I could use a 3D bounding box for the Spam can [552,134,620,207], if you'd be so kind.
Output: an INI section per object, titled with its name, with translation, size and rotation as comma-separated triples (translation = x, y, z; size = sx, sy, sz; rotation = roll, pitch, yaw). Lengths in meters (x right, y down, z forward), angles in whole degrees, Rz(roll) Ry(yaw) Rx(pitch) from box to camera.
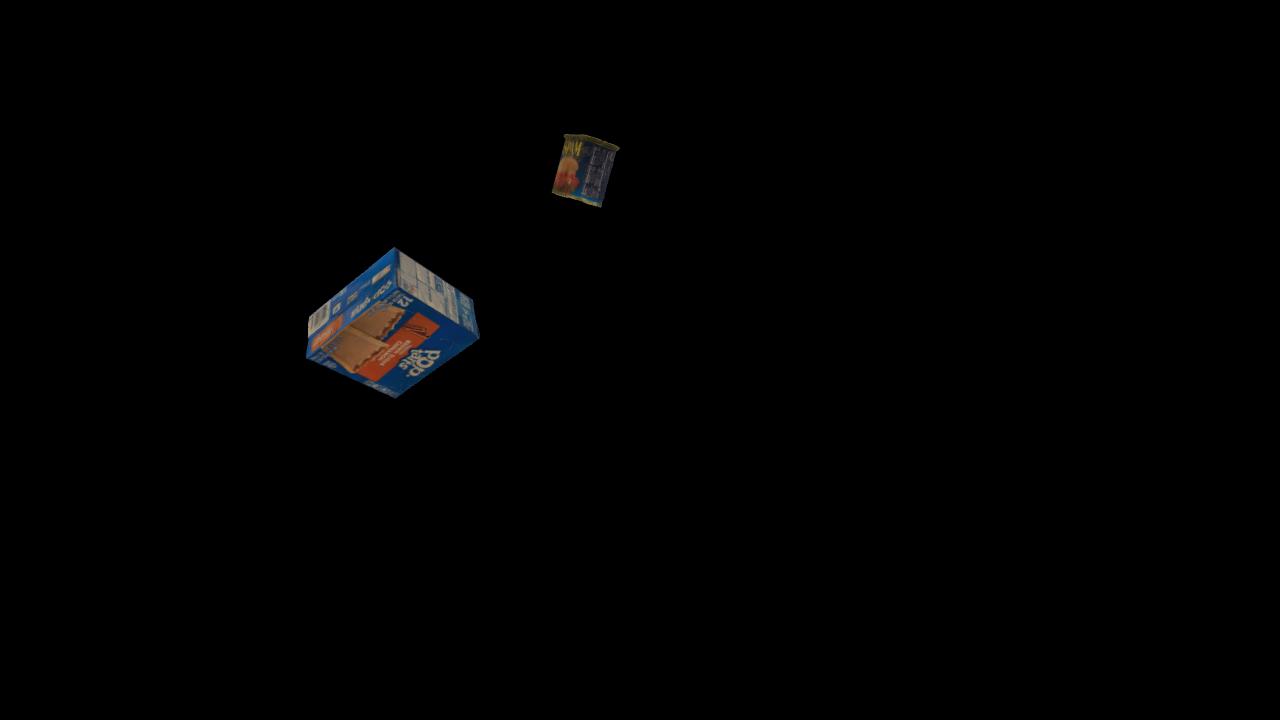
[Spam can]
translation = -0.079, -0.265, 0.862
size = 0.058, 0.085, 0.101
rotation = 9, 14, -29

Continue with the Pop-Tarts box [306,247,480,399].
[Pop-Tarts box]
translation = -0.329, -0.043, 0.824
size = 0.167, 0.083, 0.141
rotation = -32, -39, 16
